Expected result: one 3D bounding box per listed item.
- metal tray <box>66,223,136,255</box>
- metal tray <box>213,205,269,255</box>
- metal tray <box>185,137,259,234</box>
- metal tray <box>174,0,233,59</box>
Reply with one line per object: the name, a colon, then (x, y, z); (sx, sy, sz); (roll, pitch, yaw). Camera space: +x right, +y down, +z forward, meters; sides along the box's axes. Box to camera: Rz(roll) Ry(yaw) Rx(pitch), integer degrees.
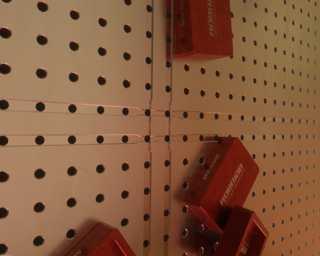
metal tray: (-0.081, 0.182, 0.337); (0.131, 0.030, 0.090); (-41, 115, -32)
metal tray: (0.131, 0.185, 0.487); (0.090, 0.030, 0.130); (-62, 142, -18)
metal tray: (0.103, 0.089, 0.491); (0.090, 0.030, 0.130); (50, 61, -28)
metal tray: (0.065, -0.171, 0.459); (0.091, 0.030, 0.129); (-9, 96, -40)
